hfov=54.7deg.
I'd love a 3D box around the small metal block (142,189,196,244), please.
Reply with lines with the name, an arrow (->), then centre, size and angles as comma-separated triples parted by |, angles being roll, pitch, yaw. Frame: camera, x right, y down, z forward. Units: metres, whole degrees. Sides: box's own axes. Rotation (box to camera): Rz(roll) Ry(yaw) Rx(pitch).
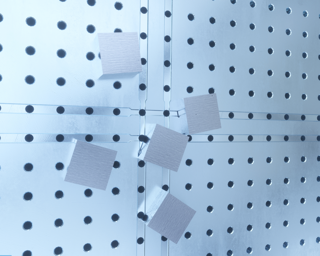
small metal block -> 0.012, 0.119, 0.419 | 0.050, 0.025, 0.050 | 37, 78, -17

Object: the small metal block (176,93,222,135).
small metal block -> 0.054, -0.020, 0.434 | 0.050, 0.025, 0.050 | -11, 94, -20

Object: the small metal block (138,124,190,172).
small metal block -> 0.005, 0.026, 0.416 | 0.050, 0.025, 0.050 | 22, 83, -19

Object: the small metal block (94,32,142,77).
small metal block -> -0.053, -0.093, 0.394 | 0.050, 0.025, 0.050 | -8, 93, -20

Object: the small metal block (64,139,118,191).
small metal block -> -0.086, 0.045, 0.382 | 0.050, 0.025, 0.050 | 18, 84, -20
